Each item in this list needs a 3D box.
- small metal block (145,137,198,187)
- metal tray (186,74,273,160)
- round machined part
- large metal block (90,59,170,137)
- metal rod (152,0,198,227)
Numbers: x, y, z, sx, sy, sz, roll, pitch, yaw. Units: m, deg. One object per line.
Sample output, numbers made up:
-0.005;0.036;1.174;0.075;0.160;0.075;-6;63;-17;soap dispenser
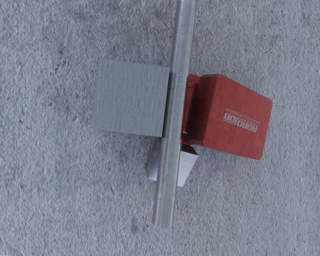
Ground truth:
0.014;0.045;0.405;0.050;0.025;0.050;17;110;-19;small metal block
0.099;-0.011;0.421;0.131;0.030;0.090;16;85;-40;metal tray
0.037;-0.025;0.415;0.099;0.042;0.097;0;90;-20;round machined part
-0.034;-0.033;0.373;0.081;0.050;0.080;7;88;-2;large metal block
0.020;-0.036;0.373;0.025;0.025;0.298;8;85;-20;metal rod
